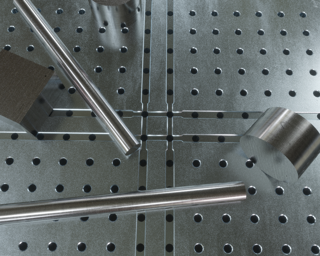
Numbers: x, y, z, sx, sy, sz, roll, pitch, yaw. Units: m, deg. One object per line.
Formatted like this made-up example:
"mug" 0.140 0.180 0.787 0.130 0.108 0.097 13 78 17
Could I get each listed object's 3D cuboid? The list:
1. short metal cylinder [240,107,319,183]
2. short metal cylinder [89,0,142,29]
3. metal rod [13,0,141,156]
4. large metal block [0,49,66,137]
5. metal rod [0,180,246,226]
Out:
"short metal cylinder" 0.145 0.021 0.376 0.080 0.080 0.050 42 75 13
"short metal cylinder" -0.069 -0.200 0.471 0.081 0.050 0.080 0 70 0
"metal rod" -0.125 -0.084 0.441 0.025 0.025 0.300 -36 74 -12
"large metal block" -0.188 -0.046 0.414 0.080 0.050 0.080 24 72 8
"metal rod" -0.047 0.091 0.377 0.302 0.025 0.025 -5 70 -2
